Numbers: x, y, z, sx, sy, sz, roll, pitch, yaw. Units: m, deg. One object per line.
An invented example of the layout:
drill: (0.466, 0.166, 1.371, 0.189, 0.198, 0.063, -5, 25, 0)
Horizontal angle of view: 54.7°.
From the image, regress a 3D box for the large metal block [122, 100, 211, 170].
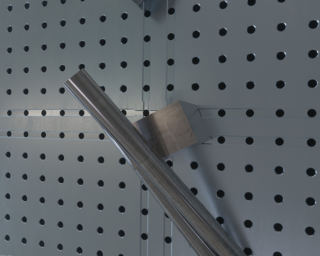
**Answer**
large metal block: (0.009, 0.009, 0.380, 0.080, 0.080, 0.050, -26, 82, 18)

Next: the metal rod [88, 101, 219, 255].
metal rod: (-0.008, 0.072, 0.415, 0.025, 0.025, 0.300, -42, 77, 15)

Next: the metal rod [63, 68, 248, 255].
metal rod: (0.010, 0.060, 0.337, 0.025, 0.025, 0.300, -35, 107, 17)

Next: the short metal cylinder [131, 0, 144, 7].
short metal cylinder: (-0.043, -0.203, 0.398, 0.080, 0.080, 0.050, 43, 104, 15)
